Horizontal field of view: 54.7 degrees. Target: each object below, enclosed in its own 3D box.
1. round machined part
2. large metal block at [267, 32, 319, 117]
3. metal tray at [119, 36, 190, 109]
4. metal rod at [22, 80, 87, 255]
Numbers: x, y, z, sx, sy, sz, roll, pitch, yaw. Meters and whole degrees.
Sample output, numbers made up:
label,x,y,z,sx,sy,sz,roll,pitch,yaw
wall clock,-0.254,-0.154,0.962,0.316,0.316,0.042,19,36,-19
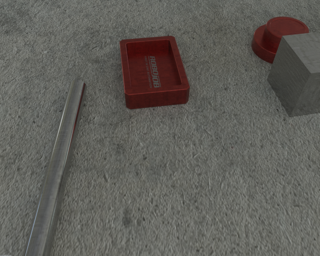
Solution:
label,x,y,z,sx,sy,sz,roll,pitch,yaw
round machined part,0.208,-0.151,0.521,0.099,0.042,0.098,0,50,0
large metal block,0.199,-0.074,0.431,0.050,0.080,0.080,-8,51,-7
metal tray,-0.012,-0.089,0.474,0.091,0.030,0.130,-6,50,-6
metal rod,-0.119,0.054,0.356,0.025,0.025,0.300,0,50,0
